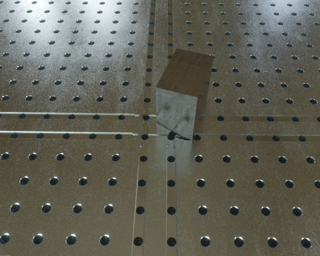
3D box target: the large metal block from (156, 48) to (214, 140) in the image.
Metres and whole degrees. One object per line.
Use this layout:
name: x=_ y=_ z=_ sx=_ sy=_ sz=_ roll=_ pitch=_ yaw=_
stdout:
large metal block: x=0.032 y=-0.044 z=0.410 sx=0.050 sy=0.080 sz=0.080 roll=15 pitch=52 yaw=12
